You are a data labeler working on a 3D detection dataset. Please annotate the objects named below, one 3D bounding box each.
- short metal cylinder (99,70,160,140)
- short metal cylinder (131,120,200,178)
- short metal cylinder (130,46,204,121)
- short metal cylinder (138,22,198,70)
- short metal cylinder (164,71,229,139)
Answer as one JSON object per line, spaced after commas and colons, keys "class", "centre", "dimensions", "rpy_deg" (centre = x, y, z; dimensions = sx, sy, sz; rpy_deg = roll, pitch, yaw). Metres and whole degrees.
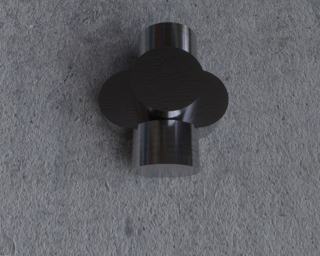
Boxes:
{"class": "short metal cylinder", "centre": [-0.035, -0.029, 0.406], "dimensions": [0.081, 0.050, 0.080], "rpy_deg": [0, 70, 0]}
{"class": "short metal cylinder", "centre": [0.007, 0.028, 0.371], "dimensions": [0.081, 0.080, 0.050], "rpy_deg": [0, 70, 0]}
{"class": "short metal cylinder", "centre": [0.008, -0.046, 0.359], "dimensions": [0.081, 0.050, 0.080], "rpy_deg": [0, 70, 0]}
{"class": "short metal cylinder", "centre": [0.010, -0.095, 0.416], "dimensions": [0.081, 0.080, 0.050], "rpy_deg": [0, 70, -1]}
{"class": "short metal cylinder", "centre": [0.045, -0.030, 0.407], "dimensions": [0.081, 0.050, 0.080], "rpy_deg": [0, 70, 0]}
